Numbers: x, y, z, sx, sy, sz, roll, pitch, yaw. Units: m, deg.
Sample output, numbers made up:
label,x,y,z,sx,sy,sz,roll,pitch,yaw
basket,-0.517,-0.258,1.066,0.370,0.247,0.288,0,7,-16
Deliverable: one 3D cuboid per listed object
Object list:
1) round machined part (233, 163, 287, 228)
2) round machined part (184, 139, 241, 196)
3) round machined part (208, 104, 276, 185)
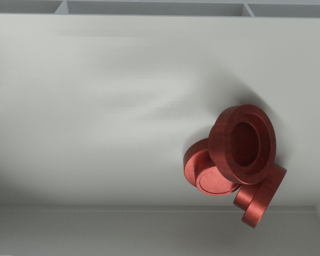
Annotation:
label,x,y,z,sx,sy,sz,roll,pitch,yaw
round machined part,0.143,0.093,0.454,0.042,0.099,0.097,29,134,22
round machined part,0.084,0.062,0.451,0.099,0.042,0.097,0,130,0
round machined part,0.099,0.021,0.392,0.098,0.098,0.042,37,157,-27
